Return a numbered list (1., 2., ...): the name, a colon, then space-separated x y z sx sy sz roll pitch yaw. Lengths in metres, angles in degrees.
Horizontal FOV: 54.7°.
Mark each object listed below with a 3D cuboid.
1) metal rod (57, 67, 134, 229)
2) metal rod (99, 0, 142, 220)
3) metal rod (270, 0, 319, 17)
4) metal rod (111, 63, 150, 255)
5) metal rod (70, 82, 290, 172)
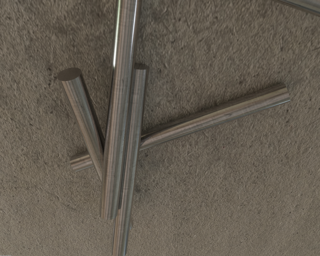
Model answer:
1. metal rod: -0.075 0.053 0.417 0.025 0.025 0.298 -5 133 4
2. metal rod: -0.048 -0.013 0.355 0.025 0.025 0.298 7 118 -6
3. metal rod: 0.019 -0.155 0.274 0.302 0.025 0.025 13 129 -11
4. metal rod: -0.044 0.062 0.416 0.025 0.025 0.298 6 117 -5
5. metal rod: 0.015 0.004 0.410 0.301 0.025 0.025 -19 128 15
